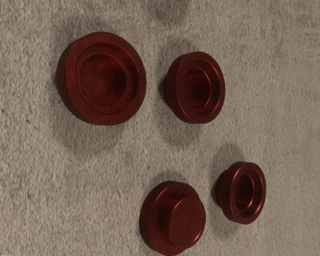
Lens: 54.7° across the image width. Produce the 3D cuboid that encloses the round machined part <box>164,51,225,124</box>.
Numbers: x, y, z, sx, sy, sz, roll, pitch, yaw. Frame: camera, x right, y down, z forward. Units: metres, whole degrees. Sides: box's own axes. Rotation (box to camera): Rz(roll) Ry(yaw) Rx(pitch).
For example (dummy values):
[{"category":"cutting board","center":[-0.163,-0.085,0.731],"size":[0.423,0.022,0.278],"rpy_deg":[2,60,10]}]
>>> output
[{"category":"round machined part","center":[0.044,-0.054,0.433],"size":[0.099,0.042,0.097],"rpy_deg":[0,90,-40]}]

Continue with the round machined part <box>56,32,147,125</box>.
[{"category":"round machined part","center":[-0.066,-0.052,0.340],"size":[0.099,0.042,0.097],"rpy_deg":[0,90,-40]}]

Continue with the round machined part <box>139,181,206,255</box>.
[{"category":"round machined part","center":[0.024,0.123,0.416],"size":[0.099,0.042,0.097],"rpy_deg":[0,90,-40]}]

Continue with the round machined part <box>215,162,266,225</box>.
[{"category":"round machined part","center":[0.128,0.103,0.504],"size":[0.099,0.042,0.097],"rpy_deg":[0,90,-40]}]
